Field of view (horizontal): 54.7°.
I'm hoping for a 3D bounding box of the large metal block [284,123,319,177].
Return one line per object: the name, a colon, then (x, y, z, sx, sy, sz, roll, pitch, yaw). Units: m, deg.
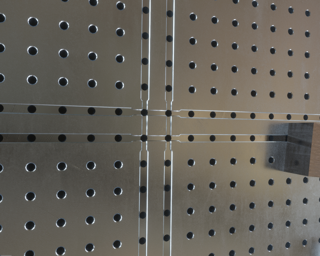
large metal block: (0.251, 0.036, 0.492, 0.081, 0.050, 0.080, 8, 88, -20)
